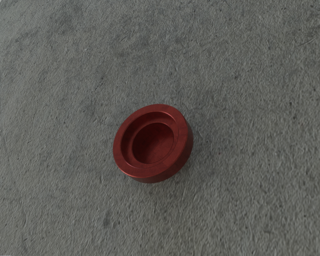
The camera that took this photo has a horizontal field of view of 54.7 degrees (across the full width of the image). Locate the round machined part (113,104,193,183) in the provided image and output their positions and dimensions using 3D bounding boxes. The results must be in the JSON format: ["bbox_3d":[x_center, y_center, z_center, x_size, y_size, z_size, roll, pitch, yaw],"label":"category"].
[{"bbox_3d":[-0.005,0.022,0.382,0.098,0.042,0.098,-13,56,20],"label":"round machined part"}]
